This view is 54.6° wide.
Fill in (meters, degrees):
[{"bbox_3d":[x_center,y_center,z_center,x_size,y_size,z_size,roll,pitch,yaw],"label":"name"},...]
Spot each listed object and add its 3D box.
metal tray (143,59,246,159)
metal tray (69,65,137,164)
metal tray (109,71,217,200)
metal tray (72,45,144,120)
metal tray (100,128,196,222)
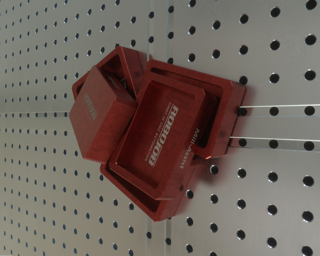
[{"bbox_3d":[0.029,-0.027,0.382,0.130,0.030,0.089,25,105,38],"label":"metal tray"},{"bbox_3d":[-0.084,-0.023,0.423,0.090,0.030,0.130,-60,34,14],"label":"metal tray"},{"bbox_3d":[0.000,0.007,0.366,0.090,0.030,0.129,26,94,37],"label":"metal tray"},{"bbox_3d":[-0.078,-0.052,0.472,0.130,0.030,0.090,-28,72,37],"label":"metal tray"},{"bbox_3d":[-0.023,0.053,0.426,0.130,0.030,0.089,33,110,35],"label":"metal tray"}]
